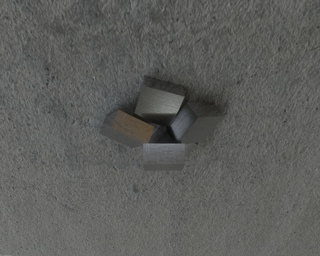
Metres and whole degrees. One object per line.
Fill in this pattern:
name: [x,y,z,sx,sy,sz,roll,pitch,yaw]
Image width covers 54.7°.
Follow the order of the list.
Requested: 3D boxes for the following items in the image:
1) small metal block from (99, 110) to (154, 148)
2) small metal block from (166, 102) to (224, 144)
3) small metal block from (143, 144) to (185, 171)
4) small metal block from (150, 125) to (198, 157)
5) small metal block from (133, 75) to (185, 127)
small metal block: [-0.044,0.003,0.395,0.050,0.025,0.050,26,161,-22]
small metal block: [0.044,-0.006,0.390,0.050,0.025,0.050,-5,141,-43]
small metal block: [0.005,0.038,0.393,0.050,0.025,0.050,0,163,-1]
small metal block: [0.016,0.020,0.427,0.050,0.025,0.050,26,125,-21]
small metal block: [-0.003,-0.032,0.382,0.050,0.025,0.050,13,129,-12]
